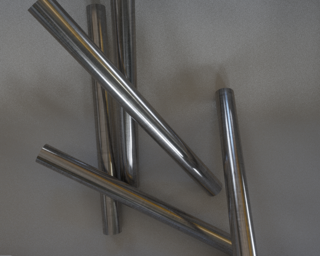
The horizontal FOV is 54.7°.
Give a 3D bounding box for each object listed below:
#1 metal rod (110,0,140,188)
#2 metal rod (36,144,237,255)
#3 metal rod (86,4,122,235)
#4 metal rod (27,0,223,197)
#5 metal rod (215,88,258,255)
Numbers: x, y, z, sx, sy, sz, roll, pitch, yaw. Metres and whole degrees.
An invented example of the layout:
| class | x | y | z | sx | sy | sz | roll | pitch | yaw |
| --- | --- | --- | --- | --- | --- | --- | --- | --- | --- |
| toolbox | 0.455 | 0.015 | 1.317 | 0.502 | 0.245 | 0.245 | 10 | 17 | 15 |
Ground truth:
| class | x | y | z | sx | sy | sz | roll | pitch | yaw |
| --- | --- | --- | --- | --- | --- | --- | --- | --- | --- |
| metal rod | -0.039 | -0.059 | 0.349 | 0.025 | 0.025 | 0.298 | 0 | 115 | 0 |
| metal rod | -0.011 | 0.100 | 0.393 | 0.301 | 0.025 | 0.025 | 28 | 90 | -8 |
| metal rod | -0.074 | -0.011 | 0.410 | 0.025 | 0.025 | 0.298 | -4 | 90 | -1 |
| metal rod | -0.018 | -0.016 | 0.345 | 0.025 | 0.025 | 0.300 | -43 | 118 | 0 |
| metal rod | 0.088 | 0.085 | 0.344 | 0.025 | 0.025 | 0.299 | 0 | 62 | 0 |
